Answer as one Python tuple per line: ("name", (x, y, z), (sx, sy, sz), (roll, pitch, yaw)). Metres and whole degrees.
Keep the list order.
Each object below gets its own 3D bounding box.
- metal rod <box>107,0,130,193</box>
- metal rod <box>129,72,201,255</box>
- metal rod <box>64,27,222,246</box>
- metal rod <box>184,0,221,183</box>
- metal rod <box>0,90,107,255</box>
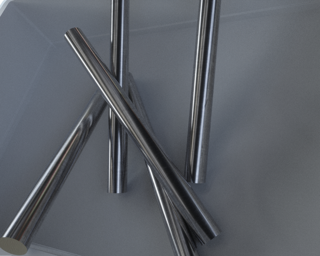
("metal rod", (-0.053, -0.068, 0.402), (0.025, 0.025, 0.298), (-3, 83, 26))
("metal rod", (-0.010, 0.033, 0.389), (0.025, 0.025, 0.299), (-29, 52, 9))
("metal rod", (-0.030, -0.005, 0.357), (0.025, 0.025, 0.299), (-37, 72, 4))
("metal rod", (0.052, -0.088, 0.352), (0.025, 0.025, 0.298), (5, 89, 30))
("metal rod", (-0.098, 0.010, 0.373), (0.025, 0.025, 0.301), (-14, 32, 20))
